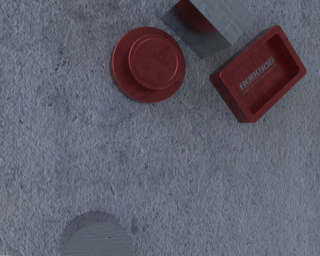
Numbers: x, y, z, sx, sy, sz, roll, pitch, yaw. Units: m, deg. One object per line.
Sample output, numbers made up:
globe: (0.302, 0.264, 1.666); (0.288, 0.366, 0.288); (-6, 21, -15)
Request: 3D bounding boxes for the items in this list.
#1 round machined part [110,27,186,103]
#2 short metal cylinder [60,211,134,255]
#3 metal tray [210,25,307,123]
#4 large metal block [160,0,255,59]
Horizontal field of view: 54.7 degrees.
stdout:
round machined part: (-0.012, -0.081, 0.396); (0.099, 0.042, 0.097); (0, 90, -20)
short metal cylinder: (-0.076, 0.145, 0.368); (0.081, 0.050, 0.080); (0, 90, -20)
metal tray: (0.148, -0.079, 0.461); (0.130, 0.030, 0.090); (-41, 103, -16)
large metal block: (0.059, -0.143, 0.401); (0.080, 0.080, 0.050); (41, 77, -16)
